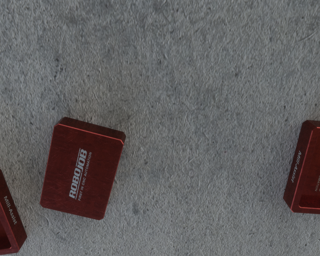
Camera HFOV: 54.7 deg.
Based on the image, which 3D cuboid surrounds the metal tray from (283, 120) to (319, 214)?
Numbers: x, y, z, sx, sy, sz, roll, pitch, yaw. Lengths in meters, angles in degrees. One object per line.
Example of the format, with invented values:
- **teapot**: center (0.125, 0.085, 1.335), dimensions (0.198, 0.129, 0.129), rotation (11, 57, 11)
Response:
- **metal tray**: center (0.234, 0.057, 0.430), dimensions (0.091, 0.030, 0.129), rotation (5, 110, -2)

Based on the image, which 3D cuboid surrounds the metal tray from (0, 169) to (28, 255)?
- **metal tray**: center (-0.261, 0.126, 0.450), dimensions (0.090, 0.030, 0.129), rotation (-9, 110, 3)

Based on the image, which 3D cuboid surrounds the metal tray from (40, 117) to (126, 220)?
- **metal tray**: center (-0.107, 0.058, 0.427), dimensions (0.091, 0.030, 0.129), rotation (15, 109, -6)
